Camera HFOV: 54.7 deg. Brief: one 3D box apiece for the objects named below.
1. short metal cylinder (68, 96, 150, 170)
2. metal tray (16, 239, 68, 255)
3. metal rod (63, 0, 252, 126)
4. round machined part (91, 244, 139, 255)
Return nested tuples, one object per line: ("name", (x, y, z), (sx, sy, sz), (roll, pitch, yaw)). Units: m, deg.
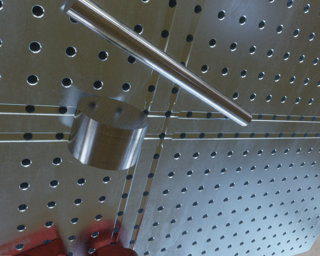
("short metal cylinder", (-0.058, 0.004, 0.348), (0.081, 0.080, 0.050), (5, 116, -31))
("metal tray", (-0.192, 0.221, 0.440), (0.131, 0.030, 0.089), (-19, 126, -18))
("metal rod", (0.023, -0.067, 0.383), (0.301, 0.025, 0.025), (26, 104, -38))
("round machined part", (-0.080, 0.228, 0.499), (0.099, 0.042, 0.097), (-14, 125, -21))
